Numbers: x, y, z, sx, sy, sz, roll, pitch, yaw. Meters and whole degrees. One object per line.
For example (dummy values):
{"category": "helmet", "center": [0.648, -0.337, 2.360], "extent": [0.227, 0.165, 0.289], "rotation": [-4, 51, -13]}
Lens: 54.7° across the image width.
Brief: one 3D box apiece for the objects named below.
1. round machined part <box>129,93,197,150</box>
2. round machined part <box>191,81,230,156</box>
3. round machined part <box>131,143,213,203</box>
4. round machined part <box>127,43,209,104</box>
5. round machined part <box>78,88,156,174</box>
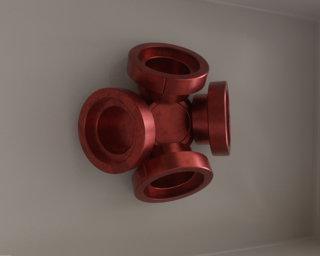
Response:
{"category": "round machined part", "center": [0.005, -0.006, 0.402], "extent": [0.099, 0.042, 0.097], "rotation": [0, 90, -21]}
{"category": "round machined part", "center": [0.068, -0.012, 0.407], "extent": [0.042, 0.098, 0.097], "rotation": [-2, 91, 16]}
{"category": "round machined part", "center": [0.013, 0.054, 0.385], "extent": [0.099, 0.097, 0.042], "rotation": [-1, 55, -20]}
{"category": "round machined part", "center": [0.008, -0.066, 0.384], "extent": [0.099, 0.098, 0.042], "rotation": [-4, 129, -20]}
{"category": "round machined part", "center": [-0.046, 0.002, 0.364], "extent": [0.042, 0.098, 0.097], "rotation": [-10, 95, -58]}
